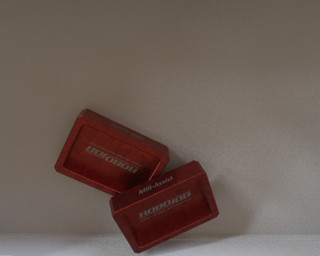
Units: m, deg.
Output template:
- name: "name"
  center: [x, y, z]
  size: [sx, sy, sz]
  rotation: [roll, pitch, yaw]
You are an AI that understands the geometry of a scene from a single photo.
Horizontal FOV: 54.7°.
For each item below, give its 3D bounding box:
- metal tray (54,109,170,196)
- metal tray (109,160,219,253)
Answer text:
- name: "metal tray"
  center: [-0.064, 0.042, 0.423]
  size: [0.131, 0.030, 0.089]
  rotation: [26, 108, -10]
- name: "metal tray"
  center: [0.008, 0.109, 0.425]
  size: [0.131, 0.030, 0.090]
  rotation: [-24, 122, -5]
